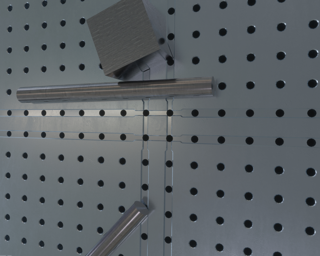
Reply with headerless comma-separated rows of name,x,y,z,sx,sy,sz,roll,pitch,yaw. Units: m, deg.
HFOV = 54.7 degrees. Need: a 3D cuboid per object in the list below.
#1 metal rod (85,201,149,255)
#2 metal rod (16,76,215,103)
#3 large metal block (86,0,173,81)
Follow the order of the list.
metal rod,-0.121,0.218,0.455,0.025,0.025,0.299,45,103,14
metal rod,-0.075,-0.052,0.438,0.301,0.025,0.025,0,90,19
large metal block,-0.040,-0.119,0.413,0.080,0.050,0.080,-22,83,18
